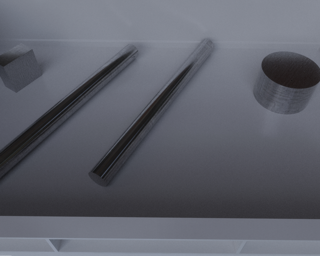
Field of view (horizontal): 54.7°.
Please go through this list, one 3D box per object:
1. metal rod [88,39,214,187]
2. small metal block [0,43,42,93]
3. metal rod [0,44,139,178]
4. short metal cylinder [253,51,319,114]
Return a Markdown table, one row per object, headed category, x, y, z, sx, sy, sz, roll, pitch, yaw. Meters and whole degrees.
| category | x | y | z | sx | sy | sz | roll | pitch | yaw |
| --- | --- | --- | --- | --- | --- | --- | --- | --- | --- |
| metal rod | 0.004 | -0.040 | 0.438 | 0.025 | 0.025 | 0.301 | 24 | 54 | 19 |
| small metal block | -0.211 | -0.089 | 0.461 | 0.025 | 0.050 | 0.050 | 28 | 55 | 21 |
| metal rod | -0.127 | -0.031 | 0.429 | 0.025 | 0.025 | 0.301 | 26 | 54 | 20 |
| short metal cylinder | 0.181 | -0.066 | 0.447 | 0.081 | 0.050 | 0.080 | 0 | 50 | 0 |
